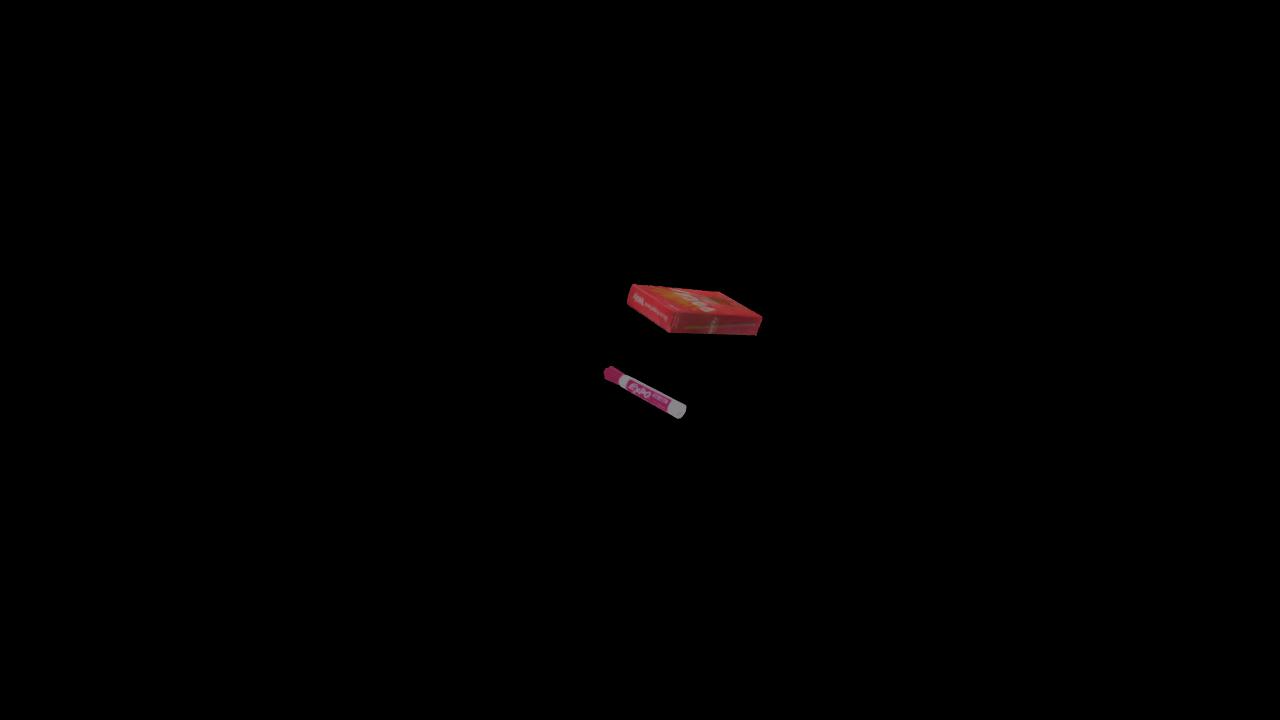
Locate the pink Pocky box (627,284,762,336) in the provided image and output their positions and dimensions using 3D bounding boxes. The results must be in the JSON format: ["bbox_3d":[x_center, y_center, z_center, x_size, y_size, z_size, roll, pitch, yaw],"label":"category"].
[{"bbox_3d":[0.068,-0.059,0.739,0.155,0.029,0.084,-1,27,-41],"label":"pink Pocky box"}]

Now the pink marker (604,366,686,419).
[{"bbox_3d":[0.003,0.037,0.745,0.121,0.020,0.020,27,15,32],"label":"pink marker"}]
